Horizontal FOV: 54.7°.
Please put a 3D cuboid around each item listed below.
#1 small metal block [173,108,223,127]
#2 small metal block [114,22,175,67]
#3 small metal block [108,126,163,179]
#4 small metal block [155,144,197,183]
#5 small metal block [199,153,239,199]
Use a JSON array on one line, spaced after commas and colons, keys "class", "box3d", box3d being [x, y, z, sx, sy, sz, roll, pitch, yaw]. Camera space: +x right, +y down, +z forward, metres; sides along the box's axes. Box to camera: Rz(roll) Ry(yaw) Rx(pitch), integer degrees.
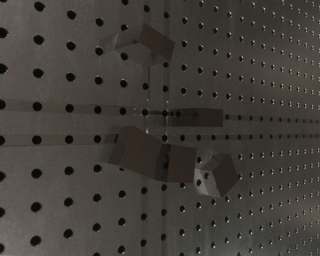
[{"class": "small metal block", "box3d": [0.054, -0.014, 0.440, 0.050, 0.050, 0.025, 1, 90, -40]}, {"class": "small metal block", "box3d": [-0.019, -0.100, 0.379, 0.050, 0.050, 0.025, 21, 77, -38]}, {"class": "small metal block", "box3d": [-0.030, 0.030, 0.386, 0.050, 0.025, 0.050, 30, 71, -36]}, {"class": "small metal block", "box3d": [0.023, 0.049, 0.431, 0.050, 0.025, 0.050, 11, 83, -40]}, {"class": "small metal block", "box3d": [0.095, 0.075, 0.492, 0.050, 0.025, 0.050, -34, 111, -35]}]
